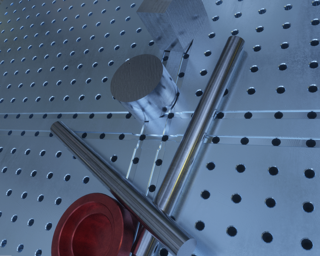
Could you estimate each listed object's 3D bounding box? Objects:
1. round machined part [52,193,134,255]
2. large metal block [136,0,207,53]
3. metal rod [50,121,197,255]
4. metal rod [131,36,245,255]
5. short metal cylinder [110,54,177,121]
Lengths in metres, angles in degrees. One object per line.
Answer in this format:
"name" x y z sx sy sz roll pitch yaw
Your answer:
"round machined part" -0.071 0.127 0.352 0.098 0.042 0.098 -15 55 23
"large metal block" 0.021 -0.173 0.467 0.050 0.080 0.080 17 71 34
"metal rod" -0.068 0.056 0.387 0.025 0.025 0.300 -51 46 -8
"metal rod" 0.042 0.010 0.378 0.025 0.025 0.300 14 69 33
"short metal cylinder" -0.022 -0.057 0.437 0.080 0.050 0.080 -13 56 20
